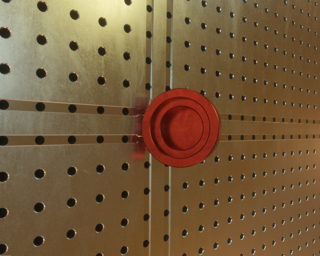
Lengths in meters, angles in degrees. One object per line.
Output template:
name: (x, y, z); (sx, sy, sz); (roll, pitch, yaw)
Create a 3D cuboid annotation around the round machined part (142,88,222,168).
round machined part: (0.030, 0.001, 0.398); (0.042, 0.098, 0.098); (8, 84, -71)
